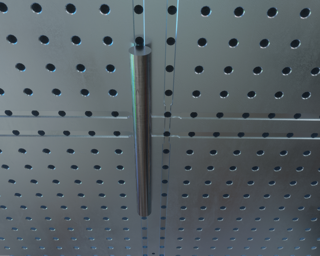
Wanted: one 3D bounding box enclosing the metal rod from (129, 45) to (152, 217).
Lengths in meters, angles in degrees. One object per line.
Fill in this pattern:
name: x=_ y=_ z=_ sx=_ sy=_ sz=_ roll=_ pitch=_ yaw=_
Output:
metal rod: x=-0.024 y=0.028 z=0.435 sx=0.025 sy=0.025 sz=0.298 roll=0 pitch=130 yaw=-1
